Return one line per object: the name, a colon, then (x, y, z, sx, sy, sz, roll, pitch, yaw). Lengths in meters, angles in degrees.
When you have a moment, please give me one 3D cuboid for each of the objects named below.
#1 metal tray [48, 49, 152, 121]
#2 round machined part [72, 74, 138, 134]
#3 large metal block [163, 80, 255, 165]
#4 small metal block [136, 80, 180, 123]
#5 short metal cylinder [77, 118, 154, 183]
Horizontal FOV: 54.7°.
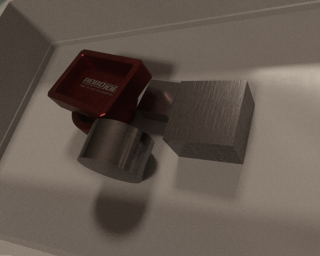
metal tray: (-0.086, -0.059, 0.425, 0.130, 0.030, 0.090, 20, 70, 38)
round machined part: (-0.074, -0.028, 0.447, 0.098, 0.042, 0.098, -15, 52, 20)
large metal block: (0.060, -0.008, 0.363, 0.080, 0.050, 0.080, 4, 64, 30)
small metal block: (0.003, -0.037, 0.426, 0.050, 0.025, 0.050, 13, 68, 33)
short metal cylinder: (-0.053, 0.030, 0.379, 0.080, 0.080, 0.050, 5, 65, 30)
